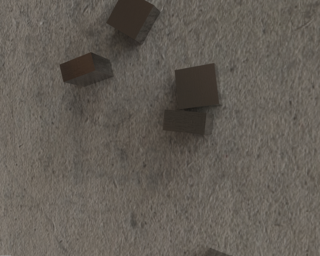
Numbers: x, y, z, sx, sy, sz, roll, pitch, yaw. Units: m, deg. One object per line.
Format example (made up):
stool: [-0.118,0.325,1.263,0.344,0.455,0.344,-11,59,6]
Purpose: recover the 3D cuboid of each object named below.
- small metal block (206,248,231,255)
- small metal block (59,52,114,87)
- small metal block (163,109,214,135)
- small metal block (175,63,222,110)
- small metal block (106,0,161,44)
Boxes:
small metal block: [0.077,0.185,0.381,0.050,0.025,0.050,16,95,19]
small metal block: [-0.101,-0.080,0.430,0.050,0.050,0.025,-16,85,19]
small metal block: [0.036,-0.007,0.382,0.050,0.050,0.025,6,92,19]
small metal block: [0.049,-0.051,0.391,0.050,0.025,0.050,-7,88,19]
small metal block: [-0.036,-0.150,0.421,0.050,0.025,0.050,34,101,16]
